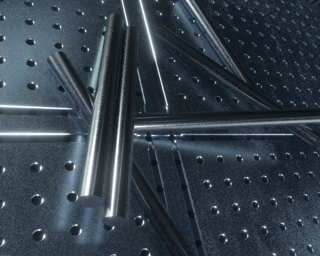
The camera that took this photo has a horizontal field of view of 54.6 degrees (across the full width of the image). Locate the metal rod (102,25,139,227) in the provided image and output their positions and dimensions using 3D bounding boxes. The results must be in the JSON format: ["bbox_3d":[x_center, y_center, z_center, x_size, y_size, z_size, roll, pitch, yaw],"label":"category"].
[{"bbox_3d":[-0.042,-0.030,0.378,0.025,0.025,0.300,16,48,-19],"label":"metal rod"}]

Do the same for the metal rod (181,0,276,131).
[{"bbox_3d":[0.118,-0.128,0.548,0.025,0.025,0.299,-18,71,-35],"label":"metal rod"}]

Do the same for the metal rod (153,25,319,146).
[{"bbox_3d":[0.119,-0.069,0.493,0.300,0.025,0.025,35,51,3],"label":"metal rod"}]

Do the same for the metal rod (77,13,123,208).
[{"bbox_3d":[-0.065,-0.049,0.375,0.025,0.025,0.300,16,47,-19],"label":"metal rod"}]

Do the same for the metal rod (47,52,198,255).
[{"bbox_3d":[-0.047,0.033,0.361,0.025,0.025,0.299,-26,76,-37],"label":"metal rod"}]

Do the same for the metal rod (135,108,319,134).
[{"bbox_3d":[0.102,-0.012,0.431,0.302,0.025,0.025,-3,63,-16],"label":"metal rod"}]
